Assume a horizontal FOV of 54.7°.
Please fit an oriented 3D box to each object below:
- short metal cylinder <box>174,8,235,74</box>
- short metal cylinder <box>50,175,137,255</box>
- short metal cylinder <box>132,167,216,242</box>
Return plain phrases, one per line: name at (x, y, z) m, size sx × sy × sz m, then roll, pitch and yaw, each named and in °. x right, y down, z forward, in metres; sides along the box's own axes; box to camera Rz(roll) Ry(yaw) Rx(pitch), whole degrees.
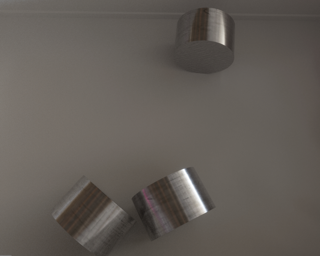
short metal cylinder at (0.061, -0.116, 0.423) m, size 0.080 × 0.080 × 0.050 m, roll 6°, pitch 70°, yaw 2°
short metal cylinder at (-0.073, 0.098, 0.344) m, size 0.080 × 0.080 × 0.050 m, roll 38°, pitch 75°, yaw 12°
short metal cylinder at (0.015, 0.085, 0.349) m, size 0.080 × 0.080 × 0.050 m, roll -25°, pitch 72°, yaw -9°
